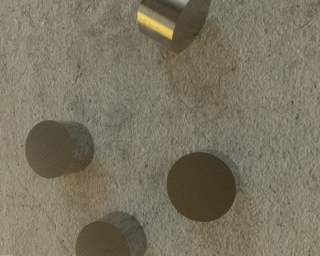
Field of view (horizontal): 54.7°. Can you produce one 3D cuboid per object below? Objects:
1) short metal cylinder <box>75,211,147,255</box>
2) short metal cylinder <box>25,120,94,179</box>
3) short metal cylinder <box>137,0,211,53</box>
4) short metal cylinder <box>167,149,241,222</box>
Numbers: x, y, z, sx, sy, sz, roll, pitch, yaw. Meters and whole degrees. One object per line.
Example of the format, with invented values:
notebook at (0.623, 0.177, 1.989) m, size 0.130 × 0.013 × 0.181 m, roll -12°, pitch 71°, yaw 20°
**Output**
short metal cylinder at (-0.065, 0.159, 0.419) m, size 0.080 × 0.050 × 0.080 m, roll 0°, pitch 90°, yaw 20°
short metal cylinder at (-0.144, 0.029, 0.446) m, size 0.080 × 0.050 × 0.080 m, roll 0°, pitch 90°, yaw 20°
short metal cylinder at (0.018, -0.138, 0.373) m, size 0.050 × 0.080 × 0.080 m, roll 34°, pitch 101°, yaw 17°
short metal cylinder at (0.054, 0.067, 0.376) m, size 0.080 × 0.050 × 0.080 m, roll 0°, pitch 90°, yaw 20°
